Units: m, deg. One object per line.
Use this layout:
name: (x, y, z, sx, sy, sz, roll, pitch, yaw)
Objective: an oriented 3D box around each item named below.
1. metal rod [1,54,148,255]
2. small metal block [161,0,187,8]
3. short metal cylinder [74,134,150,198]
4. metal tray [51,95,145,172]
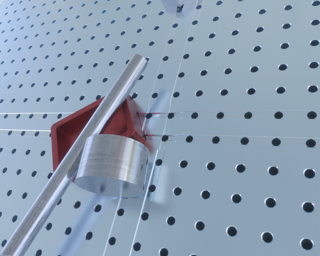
metal rod: (-0.102, 0.027, 0.404, 0.025, 0.025, 0.300, 21, 72, 35)
small metal block: (0.030, -0.243, 0.540, 0.050, 0.025, 0.050, 34, 80, 38)
short metal cylinder: (-0.056, 0.048, 0.372, 0.080, 0.080, 0.050, -6, 59, 25)
metal tray: (-0.093, 0.008, 0.446, 0.130, 0.030, 0.090, -27, 53, 11)
